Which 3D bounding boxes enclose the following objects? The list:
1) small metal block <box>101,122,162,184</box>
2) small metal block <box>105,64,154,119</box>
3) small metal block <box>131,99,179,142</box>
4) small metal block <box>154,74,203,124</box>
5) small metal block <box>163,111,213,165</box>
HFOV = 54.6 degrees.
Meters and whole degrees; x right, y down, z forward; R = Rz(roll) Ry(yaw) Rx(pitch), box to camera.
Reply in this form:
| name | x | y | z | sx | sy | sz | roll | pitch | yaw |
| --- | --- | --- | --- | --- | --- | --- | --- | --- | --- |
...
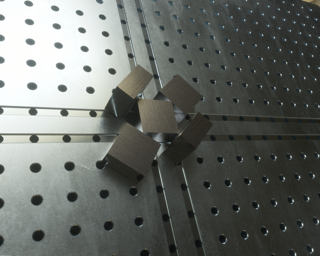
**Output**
| name | x | y | z | sx | sy | sz | roll | pitch | yaw |
| --- | --- | --- | --- | --- | --- | --- | --- | --- | --- |
| small metal block | -0.033 | 0.030 | 0.371 | 0.050 | 0.025 | 0.050 | 33 | 51 | -7 |
| small metal block | -0.040 | -0.046 | 0.398 | 0.025 | 0.050 | 0.050 | 38 | 52 | -4 |
| small metal block | -0.007 | -0.009 | 0.409 | 0.050 | 0.025 | 0.050 | 3 | 59 | -25 |
| small metal block | 0.026 | -0.042 | 0.447 | 0.050 | 0.025 | 0.050 | 43 | 51 | 1 |
| small metal block | 0.036 | 0.013 | 0.402 | 0.025 | 0.050 | 0.050 | 41 | 51 | 0 |
